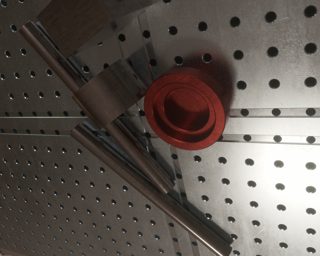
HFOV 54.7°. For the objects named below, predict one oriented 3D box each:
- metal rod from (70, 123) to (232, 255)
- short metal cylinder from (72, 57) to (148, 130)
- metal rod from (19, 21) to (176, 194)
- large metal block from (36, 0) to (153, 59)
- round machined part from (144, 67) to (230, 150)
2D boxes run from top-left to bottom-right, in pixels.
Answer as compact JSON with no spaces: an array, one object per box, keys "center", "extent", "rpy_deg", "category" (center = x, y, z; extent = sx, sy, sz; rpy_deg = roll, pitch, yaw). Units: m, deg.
[{"center":[-0.014,0.097,0.476],"extent":[0.300,0.025,0.025],"rpy_deg":[39,129,1],"category":"metal rod"},{"center":[-0.059,-0.042,0.379],"extent":[0.080,0.080,0.050],"rpy_deg":[-31,102,37],"category":"short metal cylinder"},{"center":[-0.084,-0.023,0.438],"extent":[0.300,0.025,0.025],"rpy_deg":[49,128,-7],"category":"metal rod"},{"center":[-0.068,-0.126,0.332],"extent":[0.080,0.080,0.050],"rpy_deg":[-24,106,36],"category":"large metal block"},{"center":[0.034,-0.025,0.366],"extent":[0.098,0.042,0.097],"rpy_deg":[13,124,20],"category":"round machined part"}]
